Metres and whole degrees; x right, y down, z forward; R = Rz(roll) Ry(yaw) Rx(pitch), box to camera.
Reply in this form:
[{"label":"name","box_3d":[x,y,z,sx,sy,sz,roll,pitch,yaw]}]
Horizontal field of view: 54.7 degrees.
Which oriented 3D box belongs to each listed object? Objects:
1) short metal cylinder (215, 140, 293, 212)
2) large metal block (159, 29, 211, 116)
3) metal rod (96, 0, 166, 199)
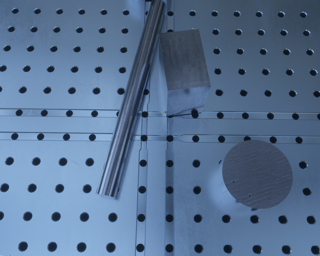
[{"label":"short metal cylinder","box_3d":[0.111,0.060,0.377,0.081,0.050,0.080,0,70,0]},{"label":"large metal block","box_3d":[0.029,-0.070,0.408,0.050,0.080,0.080,-7,70,-3]},{"label":"metal rod","box_3d":[-0.035,-0.053,0.430,0.025,0.025,0.299,12,70,4]}]
